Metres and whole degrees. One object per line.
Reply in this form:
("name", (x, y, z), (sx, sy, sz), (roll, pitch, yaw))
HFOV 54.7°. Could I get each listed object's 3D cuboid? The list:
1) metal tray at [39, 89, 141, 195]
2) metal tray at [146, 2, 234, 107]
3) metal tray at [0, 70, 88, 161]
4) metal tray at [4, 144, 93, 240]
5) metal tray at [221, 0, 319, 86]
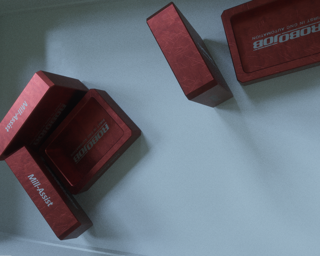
("metal tray", (-0.102, 0.020, 0.442), (0.130, 0.030, 0.090), (-46, 76, 14))
("metal tray", (0.039, -0.071, 0.340), (0.030, 0.130, 0.090), (-30, 81, 17))
("metal tray", (-0.166, -0.014, 0.432), (0.030, 0.090, 0.130), (44, 103, 14))
("metal tray", (-0.149, 0.090, 0.424), (0.030, 0.090, 0.130), (-38, 77, -12))
("metal tray", (0.146, -0.109, 0.356), (0.130, 0.030, 0.090), (-14, 85, 19))
